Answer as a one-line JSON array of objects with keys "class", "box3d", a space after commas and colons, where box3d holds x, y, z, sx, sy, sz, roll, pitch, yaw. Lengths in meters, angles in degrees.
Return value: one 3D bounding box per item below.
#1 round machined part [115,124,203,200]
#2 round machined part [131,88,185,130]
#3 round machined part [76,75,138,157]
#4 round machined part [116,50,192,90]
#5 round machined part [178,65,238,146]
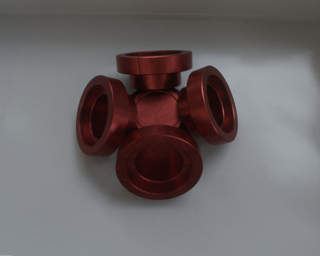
[{"class": "round machined part", "box3d": [-0.001, 0.036, 0.366, 0.099, 0.097, 0.042, -1, 34, -1]}, {"class": "round machined part", "box3d": [-0.003, -0.014, 0.403, 0.099, 0.042, 0.098, 0, 70, -1]}, {"class": "round machined part", "box3d": [-0.064, -0.013, 0.383, 0.042, 0.098, 0.098, 9, 65, -37]}, {"class": "round machined part", "box3d": [-0.007, -0.077, 0.407, 0.099, 0.098, 0.042, -3, 108, -2]}, {"class": "round machined part", "box3d": [0.058, -0.025, 0.390, 0.042, 0.098, 0.098, -16, 66, 32]}]
